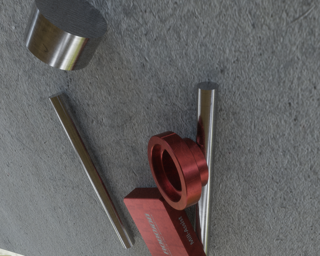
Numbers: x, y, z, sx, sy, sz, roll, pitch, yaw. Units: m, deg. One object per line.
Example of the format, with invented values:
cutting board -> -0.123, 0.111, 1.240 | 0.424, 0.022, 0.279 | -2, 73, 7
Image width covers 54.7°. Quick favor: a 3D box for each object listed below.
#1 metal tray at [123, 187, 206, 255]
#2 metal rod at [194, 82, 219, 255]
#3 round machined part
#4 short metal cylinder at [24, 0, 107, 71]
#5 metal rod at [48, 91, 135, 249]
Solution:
metal tray -> 0.007, 0.154, 0.477 | 0.090, 0.030, 0.129 | -12, 107, 45
metal rod -> 0.060, 0.080, 0.424 | 0.025, 0.025, 0.298 | 11, 123, 22
round machined part -> 0.025, 0.050, 0.394 | 0.098, 0.042, 0.097 | 45, 145, 46
short metal cylinder -> -0.109, -0.113, 0.359 | 0.080, 0.080, 0.050 | 41, 129, 0
metal rod -> -0.105, 0.081, 0.511 | 0.025, 0.025, 0.298 | -6, 116, 31
